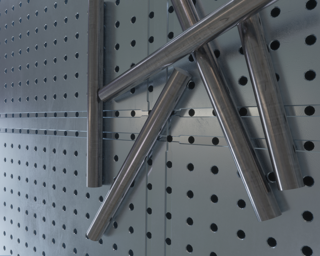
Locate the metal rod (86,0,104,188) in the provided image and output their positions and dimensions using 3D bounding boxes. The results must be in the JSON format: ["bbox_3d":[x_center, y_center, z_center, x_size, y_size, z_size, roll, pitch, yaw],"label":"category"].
[{"bbox_3d":[-0.103,-0.056,0.496,0.025,0.025,0.298,1,91,40],"label":"metal rod"}]

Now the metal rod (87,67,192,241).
[{"bbox_3d":[-0.038,0.051,0.442,0.025,0.025,0.298,43,116,31],"label":"metal rod"}]

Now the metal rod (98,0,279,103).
[{"bbox_3d":[0.011,-0.089,0.372,0.299,0.025,0.025,-22,76,47],"label":"metal rod"}]

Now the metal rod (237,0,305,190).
[{"bbox_3d":[0.100,-0.086,0.327,0.025,0.025,0.299,-19,78,38],"label":"metal rod"}]

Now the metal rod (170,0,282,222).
[{"bbox_3d":[0.066,-0.045,0.355,0.025,0.025,0.299,-30,71,36],"label":"metal rod"}]
